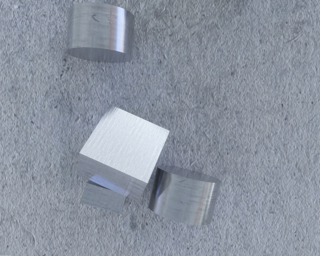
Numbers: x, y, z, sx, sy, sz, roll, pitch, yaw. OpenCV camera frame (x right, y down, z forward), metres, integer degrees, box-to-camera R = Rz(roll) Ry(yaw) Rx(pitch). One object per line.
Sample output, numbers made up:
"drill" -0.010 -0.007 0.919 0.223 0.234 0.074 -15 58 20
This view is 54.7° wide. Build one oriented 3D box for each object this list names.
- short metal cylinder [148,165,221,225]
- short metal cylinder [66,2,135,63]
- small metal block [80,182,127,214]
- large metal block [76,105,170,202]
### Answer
"short metal cylinder" 0.030 0.080 0.383 0.080 0.080 0.050 13 90 0
"short metal cylinder" -0.073 -0.114 0.382 0.081 0.080 0.050 4 90 0
"small metal block" -0.068 0.085 0.397 0.050 0.050 0.025 17 90 0
"large metal block" -0.044 0.030 0.377 0.080 0.050 0.080 24 50 0
